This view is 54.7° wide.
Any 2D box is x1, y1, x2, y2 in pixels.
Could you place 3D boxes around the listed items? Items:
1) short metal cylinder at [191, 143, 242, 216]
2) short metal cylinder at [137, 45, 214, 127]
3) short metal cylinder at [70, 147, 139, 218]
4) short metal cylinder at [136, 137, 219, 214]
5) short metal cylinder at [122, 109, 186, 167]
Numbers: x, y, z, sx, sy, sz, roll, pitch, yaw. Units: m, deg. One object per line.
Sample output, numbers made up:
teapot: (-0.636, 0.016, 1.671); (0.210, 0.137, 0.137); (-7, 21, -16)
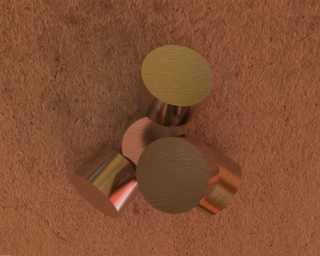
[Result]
short metal cylinder: (0.060, 0.067, 0.406); (0.050, 0.080, 0.080); (33, 107, -12)
short metal cylinder: (0.016, -0.048, 0.357); (0.080, 0.080, 0.050); (13, 153, -5)
short metal cylinder: (-0.069, 0.071, 0.401); (0.080, 0.050, 0.080); (27, 146, 21)
short metal cylinder: (0.021, 0.050, 0.345); (0.080, 0.050, 0.080); (-1, 88, 22)
short metal cylinder: (-0.007, 0.015, 0.403); (0.081, 0.050, 0.079); (0, 110, -1)
